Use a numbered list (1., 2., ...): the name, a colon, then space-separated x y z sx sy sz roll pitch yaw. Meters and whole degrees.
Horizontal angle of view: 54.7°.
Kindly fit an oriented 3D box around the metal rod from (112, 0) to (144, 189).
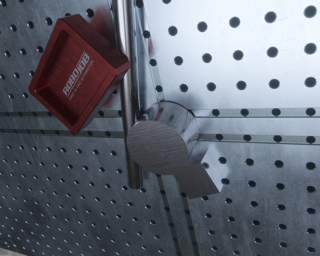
1. metal rod: -0.039 -0.040 0.405 0.025 0.025 0.298 13 124 21

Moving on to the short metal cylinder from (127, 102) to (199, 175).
1. short metal cylinder: 0.005 0.013 0.397 0.080 0.050 0.079 11 124 17

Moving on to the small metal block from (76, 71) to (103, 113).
1. small metal block: -0.098 -0.056 0.426 0.050 0.025 0.050 36 129 3

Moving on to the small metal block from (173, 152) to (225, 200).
1. small metal block: 0.052 0.066 0.424 0.050 0.025 0.050 -23 106 36

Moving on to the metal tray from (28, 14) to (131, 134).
1. metal tray: -0.106 -0.063 0.390 0.090 0.030 0.129 43 129 -1
